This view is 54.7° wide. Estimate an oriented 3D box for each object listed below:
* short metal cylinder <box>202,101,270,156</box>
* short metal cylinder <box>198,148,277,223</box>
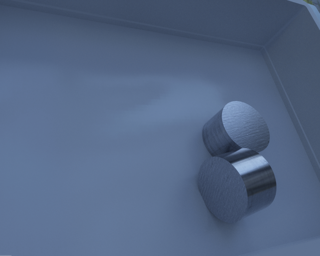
[{"bbox_3d":[0.108,0.008,0.445,0.081,0.050,0.080,14,56,-21],"label":"short metal cylinder"},{"bbox_3d":[0.093,0.069,0.380,0.050,0.080,0.080,-11,68,-33],"label":"short metal cylinder"}]
